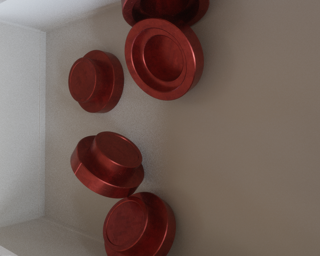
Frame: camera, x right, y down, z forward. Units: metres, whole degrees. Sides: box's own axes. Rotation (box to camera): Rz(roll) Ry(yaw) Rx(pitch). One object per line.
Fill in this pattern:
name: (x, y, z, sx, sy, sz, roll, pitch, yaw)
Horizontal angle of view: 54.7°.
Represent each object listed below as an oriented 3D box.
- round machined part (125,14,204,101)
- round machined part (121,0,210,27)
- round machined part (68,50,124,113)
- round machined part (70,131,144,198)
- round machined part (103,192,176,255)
round machined part: (0.009, -0.086, 0.371, 0.098, 0.042, 0.097, 19, 127, 28)
round machined part: (0.005, -0.153, 0.355, 0.098, 0.099, 0.042, -17, 73, 38)
round machined part: (-0.105, -0.072, 0.479, 0.098, 0.042, 0.097, 0, 90, 39)
round machined part: (-0.063, 0.042, 0.409, 0.098, 0.099, 0.042, 49, 118, 28)
round machined part: (-0.033, 0.126, 0.392, 0.098, 0.042, 0.098, -21, 46, 24)
